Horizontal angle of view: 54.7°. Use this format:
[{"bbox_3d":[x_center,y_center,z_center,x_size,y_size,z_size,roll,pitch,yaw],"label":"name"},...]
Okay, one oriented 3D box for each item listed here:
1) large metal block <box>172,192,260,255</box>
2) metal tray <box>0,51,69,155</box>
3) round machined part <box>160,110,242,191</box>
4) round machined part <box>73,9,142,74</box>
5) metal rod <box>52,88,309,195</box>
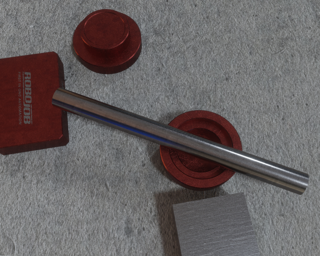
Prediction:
[{"bbox_3d":[0.060,0.123,0.351,0.081,0.050,0.080,-9,70,-4],"label":"large metal block"},{"bbox_3d":[-0.176,-0.035,0.416,0.091,0.030,0.129,-9,70,-4],"label":"metal tray"},{"bbox_3d":[0.049,0.030,0.389,0.099,0.042,0.098,0,70,-1],"label":"round machined part"},{"bbox_3d":[-0.076,-0.131,0.446,0.099,0.042,0.098,0,70,-1],"label":"round machined part"},{"bbox_3d":[0.017,0.012,0.359,0.301,0.025,0.025,19,71,6],"label":"metal rod"}]
